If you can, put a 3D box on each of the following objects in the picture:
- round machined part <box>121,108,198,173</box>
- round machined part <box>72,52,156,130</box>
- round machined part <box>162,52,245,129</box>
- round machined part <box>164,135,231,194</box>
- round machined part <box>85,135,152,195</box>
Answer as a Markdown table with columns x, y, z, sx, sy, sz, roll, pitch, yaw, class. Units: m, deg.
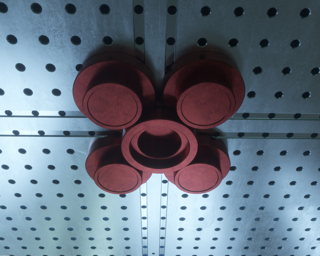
| x | y | z | sx | sy | sz | roll | pitch | yaw | class |
| --- | --- | --- | --- | --- | --- | --- | --- | --- | --- |
| -0.001 | 0.013 | 0.409 | 0.099 | 0.042 | 0.097 | -1 | 130 | 0 | round machined part |
| -0.054 | -0.036 | 0.368 | 0.099 | 0.042 | 0.097 | -1 | 130 | 0 | round machined part |
| 0.052 | -0.037 | 0.369 | 0.099 | 0.042 | 0.097 | -1 | 130 | 0 | round machined part |
| 0.054 | 0.059 | 0.451 | 0.099 | 0.042 | 0.097 | -1 | 130 | 0 | round machined part |
| -0.059 | 0.060 | 0.451 | 0.099 | 0.042 | 0.097 | -1 | 130 | 0 | round machined part |
